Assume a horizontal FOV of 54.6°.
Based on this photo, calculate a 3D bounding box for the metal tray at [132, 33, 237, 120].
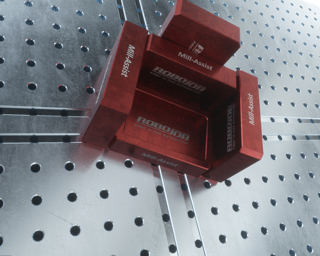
[{"bbox_3d":[0.025,-0.062,0.417,0.131,0.090,0.030,20,55,-17],"label":"metal tray"}]

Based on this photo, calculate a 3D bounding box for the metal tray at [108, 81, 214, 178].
[{"bbox_3d":[0.006,0.002,0.405,0.131,0.030,0.090,20,54,-17],"label":"metal tray"}]

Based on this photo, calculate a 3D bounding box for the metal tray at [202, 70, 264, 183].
[{"bbox_3d":[0.094,-0.003,0.417,0.030,0.090,0.130,20,54,-17],"label":"metal tray"}]

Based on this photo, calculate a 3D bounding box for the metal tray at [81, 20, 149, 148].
[{"bbox_3d":[-0.053,-0.052,0.369,0.030,0.090,0.130,20,54,-17],"label":"metal tray"}]

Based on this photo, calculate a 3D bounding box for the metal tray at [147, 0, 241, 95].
[{"bbox_3d":[0.034,-0.097,0.417,0.090,0.129,0.030,21,54,-16],"label":"metal tray"}]
